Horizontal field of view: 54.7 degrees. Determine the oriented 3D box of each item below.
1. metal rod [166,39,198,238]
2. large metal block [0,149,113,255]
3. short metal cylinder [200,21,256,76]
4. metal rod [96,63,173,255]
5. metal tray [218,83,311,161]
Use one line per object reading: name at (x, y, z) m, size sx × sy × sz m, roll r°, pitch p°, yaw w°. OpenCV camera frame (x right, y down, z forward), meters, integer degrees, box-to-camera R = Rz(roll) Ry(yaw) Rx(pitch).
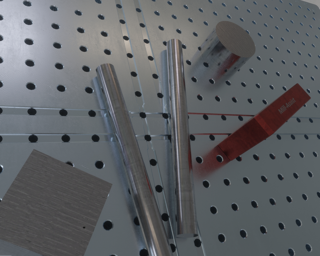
metal rod at (0.027, -0.007, 0.426) m, size 0.025 × 0.025 × 0.299 m, roll 12°, pitch 57°, yaw -22°
large metal block at (-0.102, 0.079, 0.289) m, size 0.080 × 0.050 × 0.080 m, roll 27°, pitch 52°, yaw -11°
short metal cylinder at (0.117, -0.138, 0.540) m, size 0.081 × 0.050 × 0.080 m, roll 14°, pitch 56°, yaw -21°
metal rod at (-0.028, 0.052, 0.361) m, size 0.025 × 0.025 × 0.299 m, roll -6°, pitch 65°, yaw -31°
metal tray at (0.154, -0.010, 0.454) m, size 0.131 × 0.090 × 0.030 m, roll -31°, pitch 80°, yaw -38°
